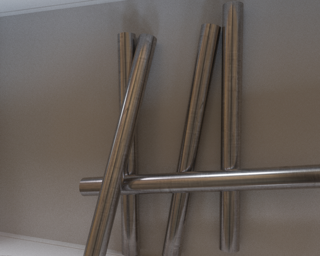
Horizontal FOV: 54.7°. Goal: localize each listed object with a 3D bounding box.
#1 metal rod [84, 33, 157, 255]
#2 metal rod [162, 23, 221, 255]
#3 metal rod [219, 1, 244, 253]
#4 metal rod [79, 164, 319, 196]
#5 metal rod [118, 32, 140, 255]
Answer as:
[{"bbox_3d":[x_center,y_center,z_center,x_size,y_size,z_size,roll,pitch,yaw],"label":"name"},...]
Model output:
[{"bbox_3d":[-0.048,0.022,0.385,0.025,0.025,0.299,8,77,19],"label":"metal rod"},{"bbox_3d":[0.039,0.020,0.396,0.025,0.025,0.298,11,93,19],"label":"metal rod"},{"bbox_3d":[0.087,-0.001,0.379,0.025,0.025,0.298,1,90,19],"label":"metal rod"},{"bbox_3d":[0.040,0.064,0.368,0.301,0.025,0.025,-6,88,19],"label":"metal rod"},{"bbox_3d":[-0.043,0.021,0.424,0.025,0.025,0.298,-1,90,19],"label":"metal rod"}]
